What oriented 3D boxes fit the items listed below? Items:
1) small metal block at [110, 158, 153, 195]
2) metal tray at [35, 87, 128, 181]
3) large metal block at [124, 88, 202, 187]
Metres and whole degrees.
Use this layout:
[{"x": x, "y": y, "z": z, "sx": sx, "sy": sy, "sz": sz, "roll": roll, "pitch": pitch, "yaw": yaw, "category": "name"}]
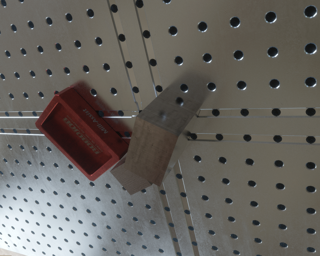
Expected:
[{"x": -0.039, "y": 0.069, "z": 0.473, "sx": 0.050, "sy": 0.025, "sz": 0.050, "roll": -33, "pitch": 101, "yaw": 38, "category": "small metal block"}, {"x": -0.121, "y": 0.012, "z": 0.476, "sx": 0.130, "sy": 0.030, "sz": 0.090, "roll": 47, "pitch": 129, "yaw": -5, "category": "metal tray"}, {"x": 0.004, "y": 0.010, "z": 0.378, "sx": 0.050, "sy": 0.080, "sz": 0.079, "roll": 26, "pitch": 127, "yaw": 12, "category": "large metal block"}]
